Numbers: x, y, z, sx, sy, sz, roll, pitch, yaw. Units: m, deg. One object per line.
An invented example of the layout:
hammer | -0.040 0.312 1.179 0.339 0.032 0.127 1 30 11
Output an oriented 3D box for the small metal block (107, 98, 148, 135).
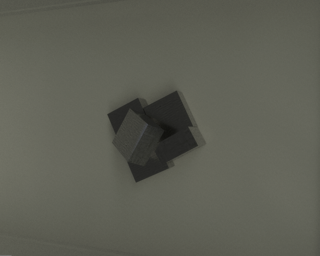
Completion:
small metal block | -0.036 -0.007 0.421 0.050 0.025 0.050 -26 82 17

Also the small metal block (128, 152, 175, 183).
small metal block | -0.016 0.039 0.414 0.050 0.025 0.050 -26 82 17

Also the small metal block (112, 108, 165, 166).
small metal block | -0.028 0.011 0.378 0.050 0.025 0.050 40 105 50

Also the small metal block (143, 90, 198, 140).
small metal block | 0.014 -0.014 0.403 0.050 0.025 0.050 -26 82 17

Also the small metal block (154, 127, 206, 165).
small metal block | 0.025 0.021 0.386 0.050 0.050 0.025 -29 81 16
